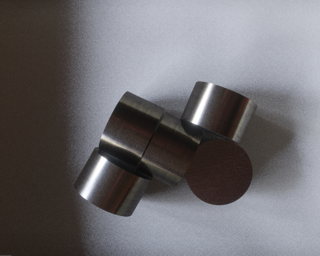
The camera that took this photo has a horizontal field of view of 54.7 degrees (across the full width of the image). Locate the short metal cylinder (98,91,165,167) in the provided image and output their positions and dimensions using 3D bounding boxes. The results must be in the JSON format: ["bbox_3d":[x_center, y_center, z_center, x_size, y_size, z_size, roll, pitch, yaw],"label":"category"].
[{"bbox_3d":[-0.034,0.001,0.382,0.050,0.080,0.080,26,90,-1],"label":"short metal cylinder"}]

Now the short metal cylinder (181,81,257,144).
[{"bbox_3d":[0.072,-0.018,0.383,0.080,0.080,0.050,23,90,-1],"label":"short metal cylinder"}]

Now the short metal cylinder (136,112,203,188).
[{"bbox_3d":[0.012,0.027,0.383,0.050,0.080,0.080,27,90,-1],"label":"short metal cylinder"}]

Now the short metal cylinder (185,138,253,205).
[{"bbox_3d":[0.071,0.053,0.398,0.081,0.050,0.079,0,90,-1],"label":"short metal cylinder"}]

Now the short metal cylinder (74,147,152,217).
[{"bbox_3d":[-0.057,0.065,0.382,0.080,0.080,0.050,29,90,-1],"label":"short metal cylinder"}]
